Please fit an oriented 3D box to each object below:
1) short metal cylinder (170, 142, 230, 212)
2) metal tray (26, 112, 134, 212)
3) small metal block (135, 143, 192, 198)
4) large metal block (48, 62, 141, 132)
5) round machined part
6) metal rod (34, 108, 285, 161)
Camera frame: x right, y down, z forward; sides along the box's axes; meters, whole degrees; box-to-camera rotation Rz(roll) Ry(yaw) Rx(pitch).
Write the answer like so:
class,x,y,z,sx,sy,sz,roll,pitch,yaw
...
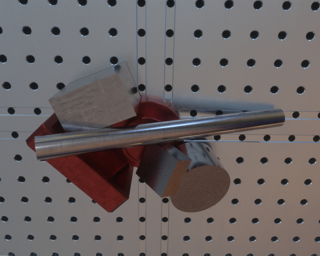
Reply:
class,x,y,z,sx,sy,sz,roll,pitch,yaw
short metal cylinder,0.045,0.065,0.412,0.081,0.050,0.079,-8,124,-13
metal tray,-0.092,0.035,0.389,0.030,0.090,0.130,-42,105,14
small metal block,0.003,0.047,0.371,0.025,0.050,0.050,4,115,-47
large metal block,-0.072,-0.036,0.368,0.080,0.080,0.050,-20,109,7
round machined part,-0.017,0.012,0.411,0.099,0.042,0.097,0,110,-1
metal rod,0.016,0.003,0.364,0.303,0.025,0.025,-7,111,-19
